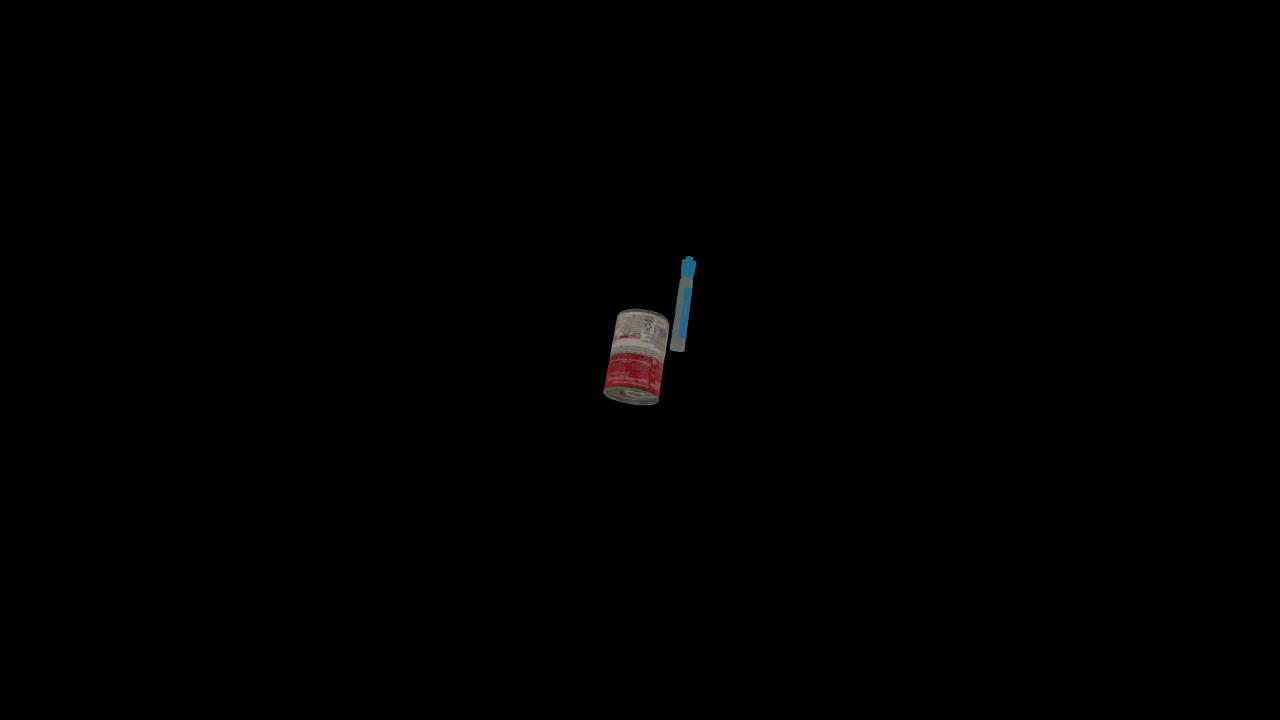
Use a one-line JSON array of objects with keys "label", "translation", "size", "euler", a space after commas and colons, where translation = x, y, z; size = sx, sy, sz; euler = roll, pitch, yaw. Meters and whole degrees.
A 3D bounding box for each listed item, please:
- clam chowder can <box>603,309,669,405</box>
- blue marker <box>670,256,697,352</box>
[{"label": "clam chowder can", "translation": [-0.003, -0.003, 0.745], "size": [0.068, 0.102, 0.068], "euler": [8, -18, 3]}, {"label": "blue marker", "translation": [0.054, -0.071, 0.768], "size": [0.020, 0.121, 0.020], "euler": [8, -7, 1]}]
